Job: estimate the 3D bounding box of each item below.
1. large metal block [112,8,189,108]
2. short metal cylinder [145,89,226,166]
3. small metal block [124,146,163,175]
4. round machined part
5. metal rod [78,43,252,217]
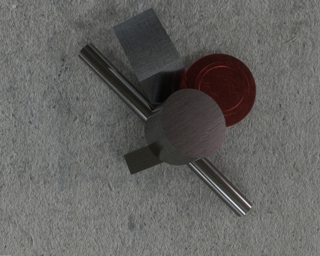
[{"bbox_3d":[-0.008,-0.079,0.373,0.050,0.080,0.080,-26,68,1],"label":"large metal block"},{"bbox_3d":[0.029,0.000,0.362,0.081,0.050,0.080,7,72,-22],"label":"short metal cylinder"},{"bbox_3d":[-0.016,0.036,0.399,0.050,0.050,0.025,-21,90,-1],"label":"small metal block"},{"bbox_3d":[0.077,-0.049,0.403,0.099,0.042,0.097,0,90,-1],"label":"round machined part"},{"bbox_3d":[0.007,0.003,0.412,0.025,0.025,0.300,-45,91,0],"label":"metal rod"}]
